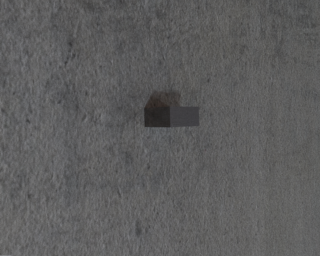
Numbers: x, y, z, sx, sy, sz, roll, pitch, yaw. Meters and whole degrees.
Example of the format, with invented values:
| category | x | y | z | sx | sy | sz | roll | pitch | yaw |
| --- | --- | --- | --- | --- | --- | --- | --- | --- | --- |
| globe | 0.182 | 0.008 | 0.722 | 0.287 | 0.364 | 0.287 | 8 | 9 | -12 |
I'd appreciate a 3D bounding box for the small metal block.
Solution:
| category | x | y | z | sx | sy | sz | roll | pitch | yaw |
| --- | --- | --- | --- | --- | --- | --- | --- | --- | --- |
| small metal block | 0.015 | -0.014 | 0.403 | 0.050 | 0.050 | 0.025 | -3 | 92 | -40 |
